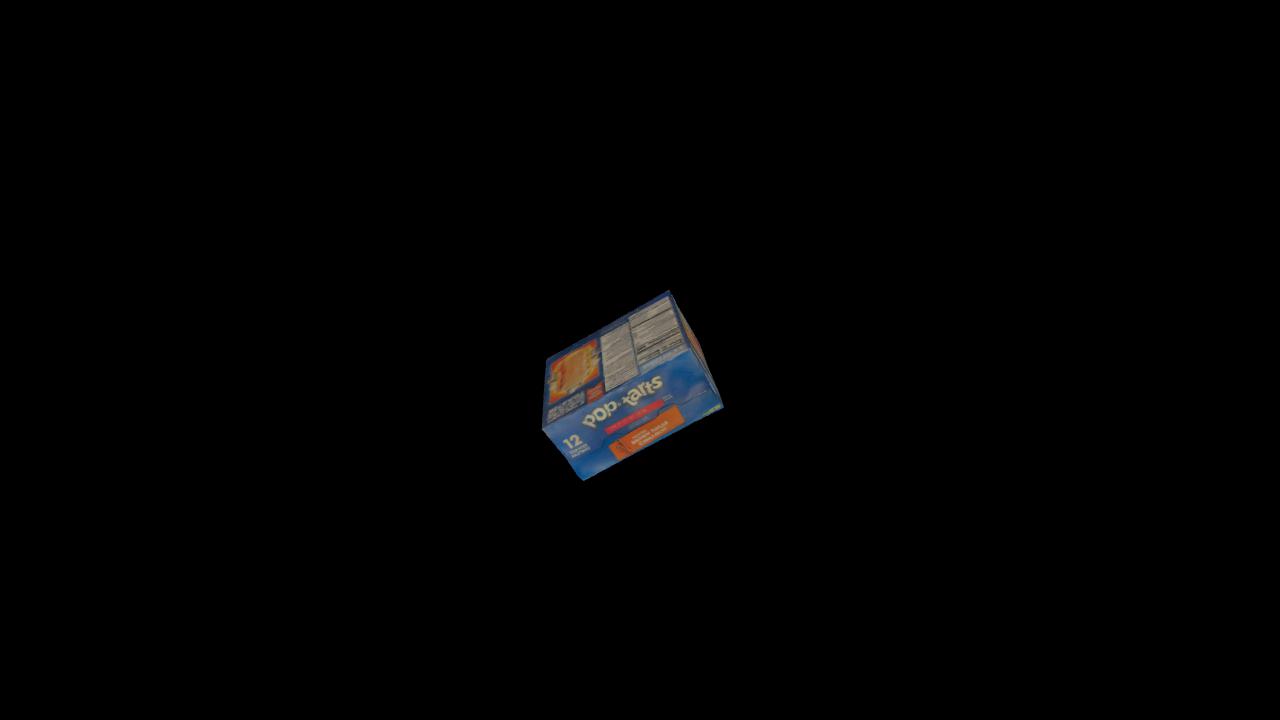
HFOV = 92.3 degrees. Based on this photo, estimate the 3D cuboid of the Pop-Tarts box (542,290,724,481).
[{"bbox_3d":[-0.013,0.023,0.657,0.167,0.083,0.141,-30,28,10],"label":"Pop-Tarts box"}]
